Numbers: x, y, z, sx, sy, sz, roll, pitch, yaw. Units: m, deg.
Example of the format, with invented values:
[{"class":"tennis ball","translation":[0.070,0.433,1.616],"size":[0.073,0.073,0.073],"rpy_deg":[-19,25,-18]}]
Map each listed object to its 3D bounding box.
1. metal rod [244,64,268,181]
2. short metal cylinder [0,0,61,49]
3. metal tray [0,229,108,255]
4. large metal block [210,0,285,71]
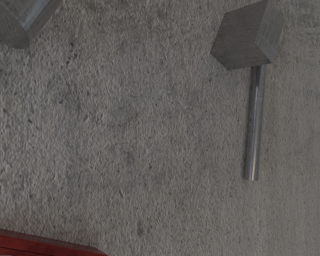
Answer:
[{"class":"metal rod","translation":[0.174,-0.058,0.550],"size":[0.025,0.025,0.298],"rpy_deg":[10,84,-40]},{"class":"short metal cylinder","translation":[-0.132,-0.112,0.258],"size":[0.080,0.080,0.050],"rpy_deg":[39,66,-33]},{"class":"metal tray","translation":[-0.122,0.155,0.299],"size":[0.131,0.030,0.090],"rpy_deg":[29,72,-36]},{"class":"large metal block","translation":[0.136,-0.142,0.482],"size":[0.050,0.080,0.080],"rpy_deg":[34,69,-35]}]
